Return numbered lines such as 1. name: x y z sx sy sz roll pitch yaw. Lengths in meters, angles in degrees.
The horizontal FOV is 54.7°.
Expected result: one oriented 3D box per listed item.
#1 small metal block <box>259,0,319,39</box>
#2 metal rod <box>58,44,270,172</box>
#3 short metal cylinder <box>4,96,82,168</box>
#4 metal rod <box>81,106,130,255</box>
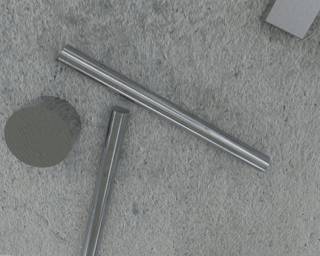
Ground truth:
1. small metal block: 0.153 -0.138 0.360 0.050 0.025 0.050 23 108 -9
2. metal rod: 0.014 -0.020 0.402 0.301 0.025 0.025 28 108 -10
3. short metal cylinder: -0.147 0.004 0.396 0.081 0.050 0.079 0 110 0
4. metal rod: -0.087 0.112 0.450 0.025 0.025 0.298 13 110 -5
